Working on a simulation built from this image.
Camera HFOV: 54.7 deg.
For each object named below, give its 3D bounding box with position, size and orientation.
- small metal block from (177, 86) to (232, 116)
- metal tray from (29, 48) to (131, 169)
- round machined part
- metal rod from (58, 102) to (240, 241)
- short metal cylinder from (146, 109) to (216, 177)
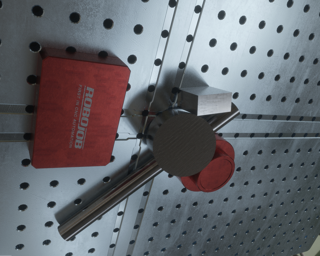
[{"bbox_3d":[0.057,-0.036,0.403,0.050,0.050,0.025,-8,109,-25],"label":"small metal block"},{"bbox_3d":[-0.092,-0.017,0.348,0.091,0.030,0.129,2,118,-30],"label":"metal tray"},{"bbox_3d":[0.076,0.061,0.482,0.099,0.042,0.097,-14,124,-21],"label":"round machined part"},{"bbox_3d":[-0.012,0.058,0.442,0.301,0.025,0.025,-36,129,-5],"label":"metal rod"},{"bbox_3d":[0.026,0.017,0.403,0.081,0.050,0.079,-2,101,-11],"label":"short metal cylinder"}]
